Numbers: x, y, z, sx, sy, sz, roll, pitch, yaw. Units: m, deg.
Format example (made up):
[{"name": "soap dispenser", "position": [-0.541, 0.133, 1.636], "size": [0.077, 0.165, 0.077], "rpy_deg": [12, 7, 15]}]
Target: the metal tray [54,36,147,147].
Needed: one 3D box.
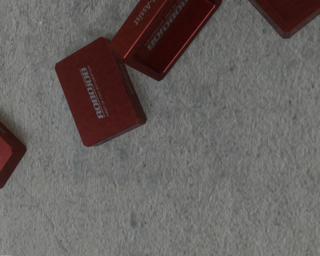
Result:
[{"name": "metal tray", "position": [-0.085, -0.049, 0.435], "size": [0.090, 0.030, 0.129], "rpy_deg": [-25, 82, 18]}]

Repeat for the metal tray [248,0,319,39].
[{"name": "metal tray", "position": [0.141, -0.181, 0.356], "size": [0.090, 0.030, 0.130], "rpy_deg": [-39, 78, 15]}]

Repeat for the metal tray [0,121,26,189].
[{"name": "metal tray", "position": [-0.290, 0.029, 0.505], "size": [0.130, 0.030, 0.090], "rpy_deg": [40, 102, 15]}]

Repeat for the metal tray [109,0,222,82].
[{"name": "metal tray", "position": [0.010, -0.125, 0.368], "size": [0.030, 0.090, 0.130], "rpy_deg": [45, 104, 26]}]
